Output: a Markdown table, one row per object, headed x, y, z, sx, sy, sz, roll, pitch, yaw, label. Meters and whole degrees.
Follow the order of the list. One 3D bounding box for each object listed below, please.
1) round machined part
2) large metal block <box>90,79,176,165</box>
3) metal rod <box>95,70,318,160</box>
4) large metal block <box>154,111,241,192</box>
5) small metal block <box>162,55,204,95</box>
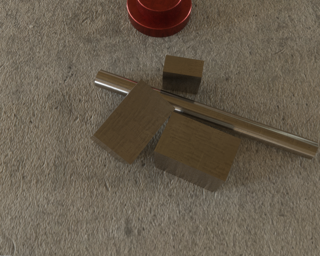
| x | y | z | sx | sy | sz | roll | pitch | yaw | label |
| --- | --- | --- | --- | --- | --- | --- | --- | --- | --- |
| -0.001 | -0.191 | 0.469 | 0.099 | 0.042 | 0.098 | 0 | 70 | -1 | round machined part |
| -0.036 | -0.005 | 0.371 | 0.050 | 0.080 | 0.080 | 40 | 77 | -9 | large metal block |
| 0.056 | -0.020 | 0.416 | 0.301 | 0.025 | 0.025 | 19 | 71 | 6 | metal rod |
| 0.041 | 0.032 | 0.368 | 0.080 | 0.080 | 0.050 | 23 | 72 | 8 | large metal block |
| 0.030 | -0.071 | 0.421 | 0.050 | 0.050 | 0.025 | 9 | 71 | 3 | small metal block |
